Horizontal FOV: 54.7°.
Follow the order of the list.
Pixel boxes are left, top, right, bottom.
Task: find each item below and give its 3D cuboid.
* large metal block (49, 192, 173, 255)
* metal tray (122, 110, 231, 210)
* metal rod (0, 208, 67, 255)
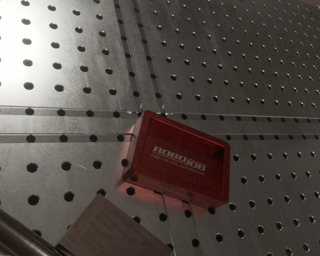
[{"bbox_3d":[-0.049,0.114,0.278,0.080,0.080,0.050,39,51,-3],"label":"large metal block"},{"bbox_3d":[0.026,0.041,0.395,0.131,0.030,0.090,22,53,-16],"label":"metal tray"},{"bbox_3d":[-0.084,0.103,0.232,0.301,0.025,0.025,27,49,16],"label":"metal rod"}]
